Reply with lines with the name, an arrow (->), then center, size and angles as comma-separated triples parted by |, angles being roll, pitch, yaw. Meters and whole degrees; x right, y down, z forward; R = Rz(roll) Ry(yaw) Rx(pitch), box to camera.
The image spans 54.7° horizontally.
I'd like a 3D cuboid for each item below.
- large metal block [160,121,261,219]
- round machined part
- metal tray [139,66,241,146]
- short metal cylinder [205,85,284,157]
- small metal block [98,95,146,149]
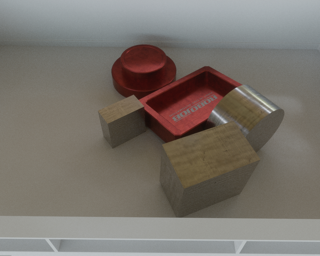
large metal block -> 0.047, 0.046, 0.329 | 0.081, 0.080, 0.050 | -18, 57, -15
round machined part -> -0.024, -0.090, 0.469 | 0.099, 0.042, 0.098 | 0, 50, 0
metal tray -> 0.046, -0.031, 0.420 | 0.131, 0.030, 0.090 | -30, 48, -23
short metal cylinder -> 0.102, -0.005, 0.375 | 0.081, 0.080, 0.050 | -30, 57, -23
small metal block -> -0.047, -0.008, 0.395 | 0.050, 0.050, 0.025 | -27, 56, -21
